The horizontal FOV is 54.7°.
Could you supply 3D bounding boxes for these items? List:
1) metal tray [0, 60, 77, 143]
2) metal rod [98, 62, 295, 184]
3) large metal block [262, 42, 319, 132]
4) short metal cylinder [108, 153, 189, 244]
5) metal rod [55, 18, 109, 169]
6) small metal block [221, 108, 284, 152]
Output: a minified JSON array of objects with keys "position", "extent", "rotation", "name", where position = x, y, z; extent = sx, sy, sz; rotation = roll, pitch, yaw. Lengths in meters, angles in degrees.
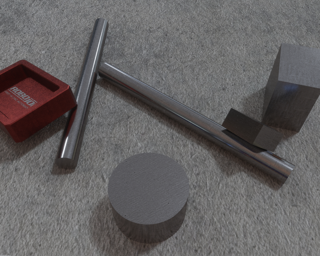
[{"position":[-0.186,-0.042,0.415],"extent":[0.130,0.030,0.090],"rotation":[29,56,35],"name":"metal tray"},{"position":[0.032,-0.018,0.418],"extent":[0.300,0.025,0.025],"rotation":[31,57,23],"name":"metal rod"},{"position":[0.175,-0.054,0.416],"extent":[0.050,0.080,0.080],"rotation":[13,51,11],"name":"large metal block"},{"position":[-0.011,0.073,0.326],"extent":[0.081,0.050,0.080],"rotation":[0,50,0],"name":"short metal cylinder"},{"position":[-0.108,-0.073,0.462],"extent":[0.025,0.025,0.300],"rotation":[1,50,0],"name":"metal rod"},{"position":[0.113,0.002,0.377],"extent":[0.050,0.025,0.050],"rotation":[17,14,-41],"name":"small metal block"}]
